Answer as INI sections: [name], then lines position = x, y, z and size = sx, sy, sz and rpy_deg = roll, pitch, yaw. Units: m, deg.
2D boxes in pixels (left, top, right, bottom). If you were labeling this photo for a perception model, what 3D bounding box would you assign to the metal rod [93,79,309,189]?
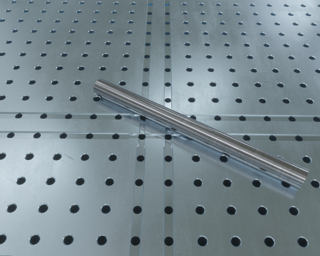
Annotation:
[metal rod]
position = 0.038, -0.001, 0.408
size = 0.301, 0.025, 0.025
rpy_deg = 25, 54, 19
